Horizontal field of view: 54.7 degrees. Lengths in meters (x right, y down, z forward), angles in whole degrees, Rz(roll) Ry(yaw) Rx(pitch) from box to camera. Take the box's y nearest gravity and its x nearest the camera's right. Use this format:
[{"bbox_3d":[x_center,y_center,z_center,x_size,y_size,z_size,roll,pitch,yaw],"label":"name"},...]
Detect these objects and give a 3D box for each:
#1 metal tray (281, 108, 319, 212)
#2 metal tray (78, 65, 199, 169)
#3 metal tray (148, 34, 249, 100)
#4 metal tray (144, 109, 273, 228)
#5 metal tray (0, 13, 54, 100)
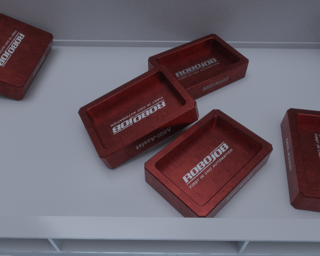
[{"bbox_3d":[0.201,0.036,0.372,0.090,0.030,0.130,7,50,5],"label":"metal tray"},{"bbox_3d":[-0.028,-0.018,0.396,0.131,0.030,0.090,-30,55,-6],"label":"metal tray"},{"bbox_3d":[0.058,-0.094,0.481,0.131,0.030,0.090,-25,55,-20],"label":"metal tray"},{"bbox_3d":[0.058,0.041,0.367,0.131,0.030,0.090,-36,59,-27],"label":"metal tray"},{"bbox_3d":[-0.229,-0.111,0.471,0.091,0.030,0.130,20,50,-13],"label":"metal tray"}]
